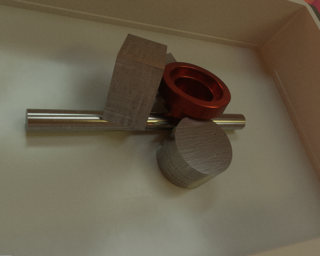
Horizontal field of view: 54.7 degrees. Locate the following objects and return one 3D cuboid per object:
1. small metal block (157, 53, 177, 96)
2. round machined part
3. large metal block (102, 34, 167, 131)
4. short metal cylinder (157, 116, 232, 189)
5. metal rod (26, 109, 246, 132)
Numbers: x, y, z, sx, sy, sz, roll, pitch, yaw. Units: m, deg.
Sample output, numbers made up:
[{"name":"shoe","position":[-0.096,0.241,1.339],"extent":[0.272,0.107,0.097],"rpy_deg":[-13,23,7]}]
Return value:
[{"name":"small metal block","position":[0.006,-0.080,0.458],"extent":[0.050,0.025,0.050],"rpy_deg":[-23,75,-37]},{"name":"round machined part","position":[0.042,-0.044,0.420],"extent":[0.099,0.042,0.098],"rpy_deg":[15,39,-12]},{"name":"large metal block","position":[-0.029,-0.056,0.370],"extent":[0.050,0.079,0.080],"rpy_deg":[16,32,-6]},{"name":"short metal cylinder","position":[0.043,0.030,0.393],"extent":[0.081,0.050,0.080],"rpy_deg":[14,56,-21]},{"name":"metal rod","position":[-0.010,-0.009,0.403],"extent":[0.303,0.025,0.025],"rpy_deg":[0,62,-29]}]
